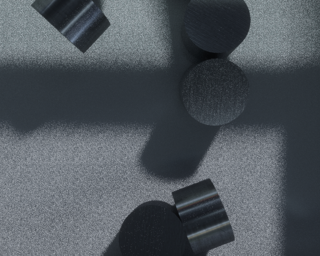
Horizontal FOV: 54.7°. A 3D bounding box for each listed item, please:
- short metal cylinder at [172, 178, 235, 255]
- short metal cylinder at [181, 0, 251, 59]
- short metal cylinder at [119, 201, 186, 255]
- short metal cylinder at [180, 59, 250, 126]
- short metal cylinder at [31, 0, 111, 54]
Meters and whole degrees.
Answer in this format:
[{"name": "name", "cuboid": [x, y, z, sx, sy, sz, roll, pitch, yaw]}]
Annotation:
[{"name": "short metal cylinder", "cuboid": [0.052, 0.109, 0.385, 0.050, 0.080, 0.080, -21, 90, -1]}, {"name": "short metal cylinder", "cuboid": [0.070, -0.131, 0.400, 0.081, 0.050, 0.079, 0, 90, -1]}, {"name": "short metal cylinder", "cuboid": [-0.008, 0.136, 0.394, 0.080, 0.050, 0.080, 0, 83, 3]}, {"name": "short metal cylinder", "cuboid": [0.066, -0.047, 0.392, 0.081, 0.050, 0.079, 0, 102, 0]}, {"name": "short metal cylinder", "cuboid": [-0.108, -0.139, 0.382, 0.080, 0.080, 0.050, 42, 90, -1]}]
